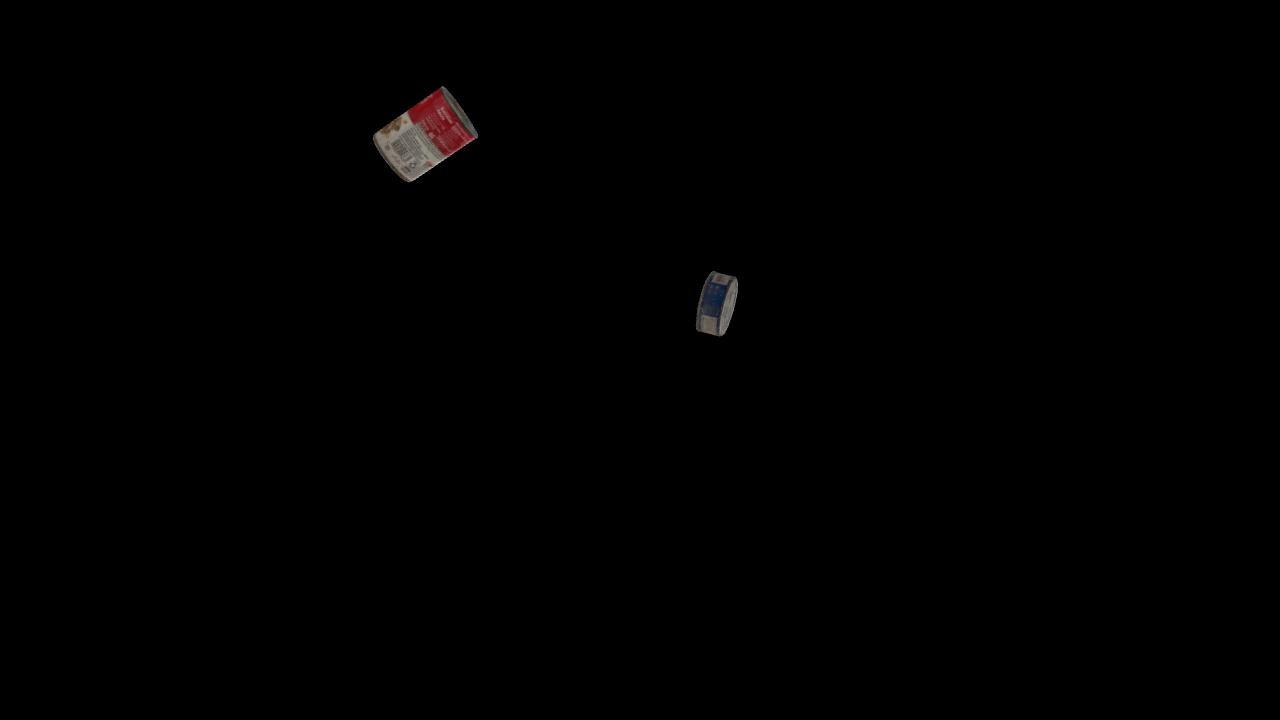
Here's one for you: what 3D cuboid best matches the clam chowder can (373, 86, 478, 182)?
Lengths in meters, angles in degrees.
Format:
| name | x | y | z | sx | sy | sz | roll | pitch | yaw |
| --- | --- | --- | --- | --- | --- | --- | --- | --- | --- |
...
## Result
| name | x | y | z | sx | sy | sz | roll | pitch | yaw |
| --- | --- | --- | --- | --- | --- | --- | --- | --- | --- |
| clam chowder can | -0.256 | -0.268 | 0.736 | 0.102 | 0.068 | 0.068 | -32 | -3 | 5 |

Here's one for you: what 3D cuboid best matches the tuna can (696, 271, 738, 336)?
| name | x | y | z | sx | sy | sz | roll | pitch | yaw |
| --- | --- | --- | --- | --- | --- | --- | --- | --- | --- |
| tuna can | 0.104 | -0.075 | 0.824 | 0.034 | 0.084 | 0.084 | 16 | 5 | 17 |
